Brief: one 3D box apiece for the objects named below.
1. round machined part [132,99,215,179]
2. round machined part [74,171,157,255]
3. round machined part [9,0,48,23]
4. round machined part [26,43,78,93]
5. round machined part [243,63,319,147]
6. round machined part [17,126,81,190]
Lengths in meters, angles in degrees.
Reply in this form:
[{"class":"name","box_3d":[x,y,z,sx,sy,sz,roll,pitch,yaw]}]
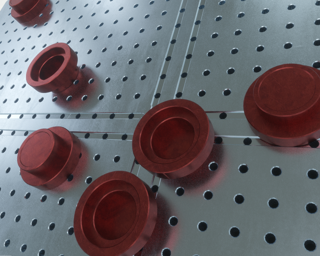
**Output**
[{"class":"round machined part","box_3d":[0.019,0.017,0.378,0.098,0.042,0.098,-13,56,21]},{"class":"round machined part","box_3d":[-0.047,0.103,0.360,0.098,0.042,0.098,-13,56,21]},{"class":"round machined part","box_3d":[-0.330,-0.310,0.763,0.098,0.042,0.098,-13,56,21]},{"class":"round machined part","box_3d":[-0.189,-0.103,0.562,0.098,0.042,0.098,-13,56,21]},{"class":"round machined part","box_3d":[0.142,-0.032,0.343,0.098,0.042,0.098,-13,56,21]},{"class":"round machined part","box_3d":[-0.172,0.040,0.465,0.098,0.042,0.098,-13,56,21]}]
